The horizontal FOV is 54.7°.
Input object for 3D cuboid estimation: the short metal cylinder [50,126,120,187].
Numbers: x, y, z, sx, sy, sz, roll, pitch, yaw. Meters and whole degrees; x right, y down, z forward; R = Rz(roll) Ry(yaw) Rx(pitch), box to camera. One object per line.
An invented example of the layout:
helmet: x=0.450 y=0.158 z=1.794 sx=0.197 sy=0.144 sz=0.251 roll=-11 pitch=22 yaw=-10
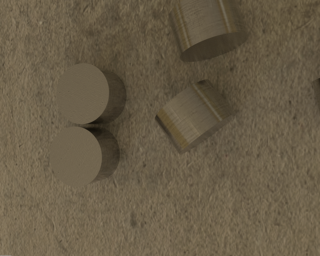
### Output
short metal cylinder: x=-0.103 y=0.038 z=0.431 sx=0.080 sy=0.050 sz=0.079 roll=0 pitch=90 yaw=19

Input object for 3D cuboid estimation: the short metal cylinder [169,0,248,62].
short metal cylinder: x=0.055 y=-0.116 z=0.360 sx=0.080 sy=0.080 sz=0.050 roll=-17 pitch=85 yaw=19

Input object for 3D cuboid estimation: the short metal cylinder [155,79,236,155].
short metal cylinder: x=0.041 y=-0.012 z=0.365 sx=0.080 sy=0.080 sz=0.050 roll=-39 pitch=78 yaw=15

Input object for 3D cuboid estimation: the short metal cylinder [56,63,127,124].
short metal cylinder: x=-0.094 y=-0.045 z=0.427 sx=0.080 sy=0.050 sz=0.079 roll=0 pitch=90 yaw=19

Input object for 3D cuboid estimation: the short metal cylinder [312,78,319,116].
short metal cylinder: x=0.201 y=-0.032 z=0.309 sx=0.080 sy=0.080 sz=0.050 roll=-13 pitch=86 yaw=19
